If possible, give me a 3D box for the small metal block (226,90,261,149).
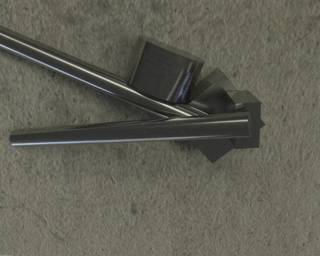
[{"bbox_3d":[0.090,-0.011,0.339,0.025,0.050,0.050,-4,110,2],"label":"small metal block"}]

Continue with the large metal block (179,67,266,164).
[{"bbox_3d":[0.070,-0.016,0.391,0.080,0.050,0.080,-39,105,14],"label":"large metal block"}]

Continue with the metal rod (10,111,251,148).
[{"bbox_3d":[-0.052,0.005,0.355,0.301,0.025,0.025,-4,112,23],"label":"metal rod"}]

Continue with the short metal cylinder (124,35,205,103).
[{"bbox_3d":[0.005,-0.068,0.358,0.080,0.080,0.050,20,109,-8],"label":"short metal cylinder"}]

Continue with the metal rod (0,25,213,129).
[{"bbox_3d":[-0.076,-0.059,0.358,0.301,0.025,0.025,23,109,3],"label":"metal rod"}]
